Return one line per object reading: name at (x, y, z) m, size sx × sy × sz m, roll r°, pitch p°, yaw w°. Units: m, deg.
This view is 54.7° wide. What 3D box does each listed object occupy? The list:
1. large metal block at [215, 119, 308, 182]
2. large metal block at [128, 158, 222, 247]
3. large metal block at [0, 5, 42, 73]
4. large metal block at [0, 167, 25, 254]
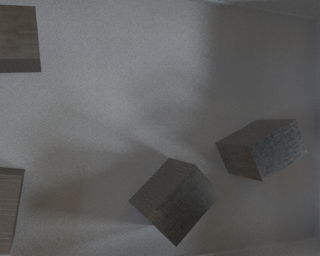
large metal block at (0.139, 0.027, 0.432) m, size 0.081 × 0.080 × 0.050 m, roll -27°, pitch 99°, yaw -18°
large metal block at (0.016, 0.087, 0.387) m, size 0.080 × 0.080 × 0.050 m, roll -45°, pitch 104°, yaw -14°
large metal block at (-0.168, -0.088, 0.319) m, size 0.081 × 0.080 × 0.050 m, roll -5°, pitch 92°, yaw -20°
large metal block at (-0.193, 0.083, 0.326) m, size 0.081 × 0.050 × 0.080 m, roll 9°, pitch 87°, yaw -20°
